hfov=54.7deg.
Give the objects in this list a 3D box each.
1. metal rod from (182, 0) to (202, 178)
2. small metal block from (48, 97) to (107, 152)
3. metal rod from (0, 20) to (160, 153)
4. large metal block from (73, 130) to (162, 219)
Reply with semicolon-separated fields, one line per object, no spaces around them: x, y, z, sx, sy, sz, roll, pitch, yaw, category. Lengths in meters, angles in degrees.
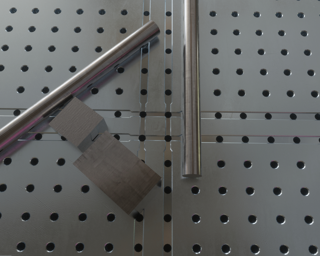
0.045;-0.080;0.441;0.025;0.025;0.299;2;70;0;metal rod
-0.109;-0.005;0.412;0.050;0.025;0.050;36;74;12;small metal block
-0.120;-0.057;0.431;0.301;0.025;0.025;-40;75;-14;metal rod
-0.045;0.058;0.361;0.080;0.080;0.050;39;75;13;large metal block
